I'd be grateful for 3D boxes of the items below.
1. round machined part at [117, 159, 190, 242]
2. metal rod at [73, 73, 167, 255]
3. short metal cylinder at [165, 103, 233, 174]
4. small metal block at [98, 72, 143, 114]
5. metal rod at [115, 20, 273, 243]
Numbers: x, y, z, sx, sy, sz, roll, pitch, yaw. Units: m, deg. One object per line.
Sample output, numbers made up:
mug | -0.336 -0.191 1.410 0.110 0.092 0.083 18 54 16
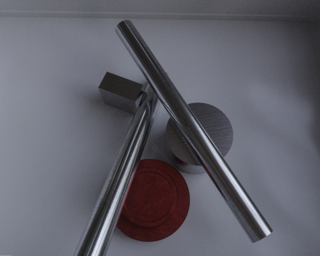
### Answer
round machined part | -0.013 0.084 0.370 0.099 0.042 0.098 0 70 -1
metal rod | -0.033 0.030 0.333 0.025 0.025 0.300 14 45 5
short metal cylinder | 0.047 0.014 0.392 0.081 0.050 0.080 0 70 0
small metal block | -0.049 -0.044 0.412 0.050 0.050 0.025 21 72 7
metal rod | 0.029 -0.010 0.360 0.025 0.025 0.299 -29 73 -10
